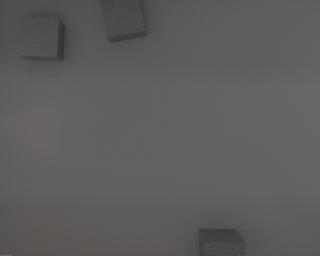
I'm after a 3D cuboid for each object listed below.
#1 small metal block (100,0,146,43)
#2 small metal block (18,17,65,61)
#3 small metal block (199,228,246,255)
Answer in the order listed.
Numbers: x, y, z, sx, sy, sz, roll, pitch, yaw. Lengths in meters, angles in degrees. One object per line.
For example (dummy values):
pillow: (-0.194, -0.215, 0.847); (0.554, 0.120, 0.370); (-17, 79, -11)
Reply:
small metal block: (-0.048, -0.145, 0.411); (0.050, 0.025, 0.050); (-11, 90, 0)
small metal block: (-0.156, -0.117, 0.410); (0.050, 0.025, 0.050); (3, 90, 0)
small metal block: (0.079, 0.151, 0.399); (0.050, 0.050, 0.025); (2, 90, 0)
